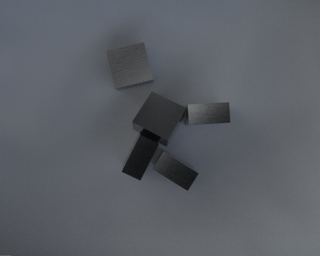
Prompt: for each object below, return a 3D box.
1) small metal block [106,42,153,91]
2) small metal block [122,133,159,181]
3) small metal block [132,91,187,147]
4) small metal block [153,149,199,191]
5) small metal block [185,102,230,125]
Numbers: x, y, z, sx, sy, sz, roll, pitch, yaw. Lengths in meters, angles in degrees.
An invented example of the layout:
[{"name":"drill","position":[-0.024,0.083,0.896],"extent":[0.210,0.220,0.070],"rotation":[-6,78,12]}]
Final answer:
[{"name":"small metal block","position":[-0.039,-0.081,0.411],"extent":[0.050,0.025,0.050],"rotation":[-14,90,-1]},{"name":"small metal block","position":[-0.026,0.035,0.398],"extent":[0.025,0.050,0.050],"rotation":[27,90,-6]},{"name":"small metal block","position":[-0.001,-0.012,0.400],"extent":[0.050,0.025,0.050],"rotation":[27,69,9]},{"name":"small metal block","position":[0.019,0.052,0.399],"extent":[0.050,0.050,0.025],"rotation":[32,90,-1]},{"name":"small metal block","position":[0.059,-0.017,0.400],"extent":[0.050,0.050,0.025],"rotation":[-3,90,-1]}]
